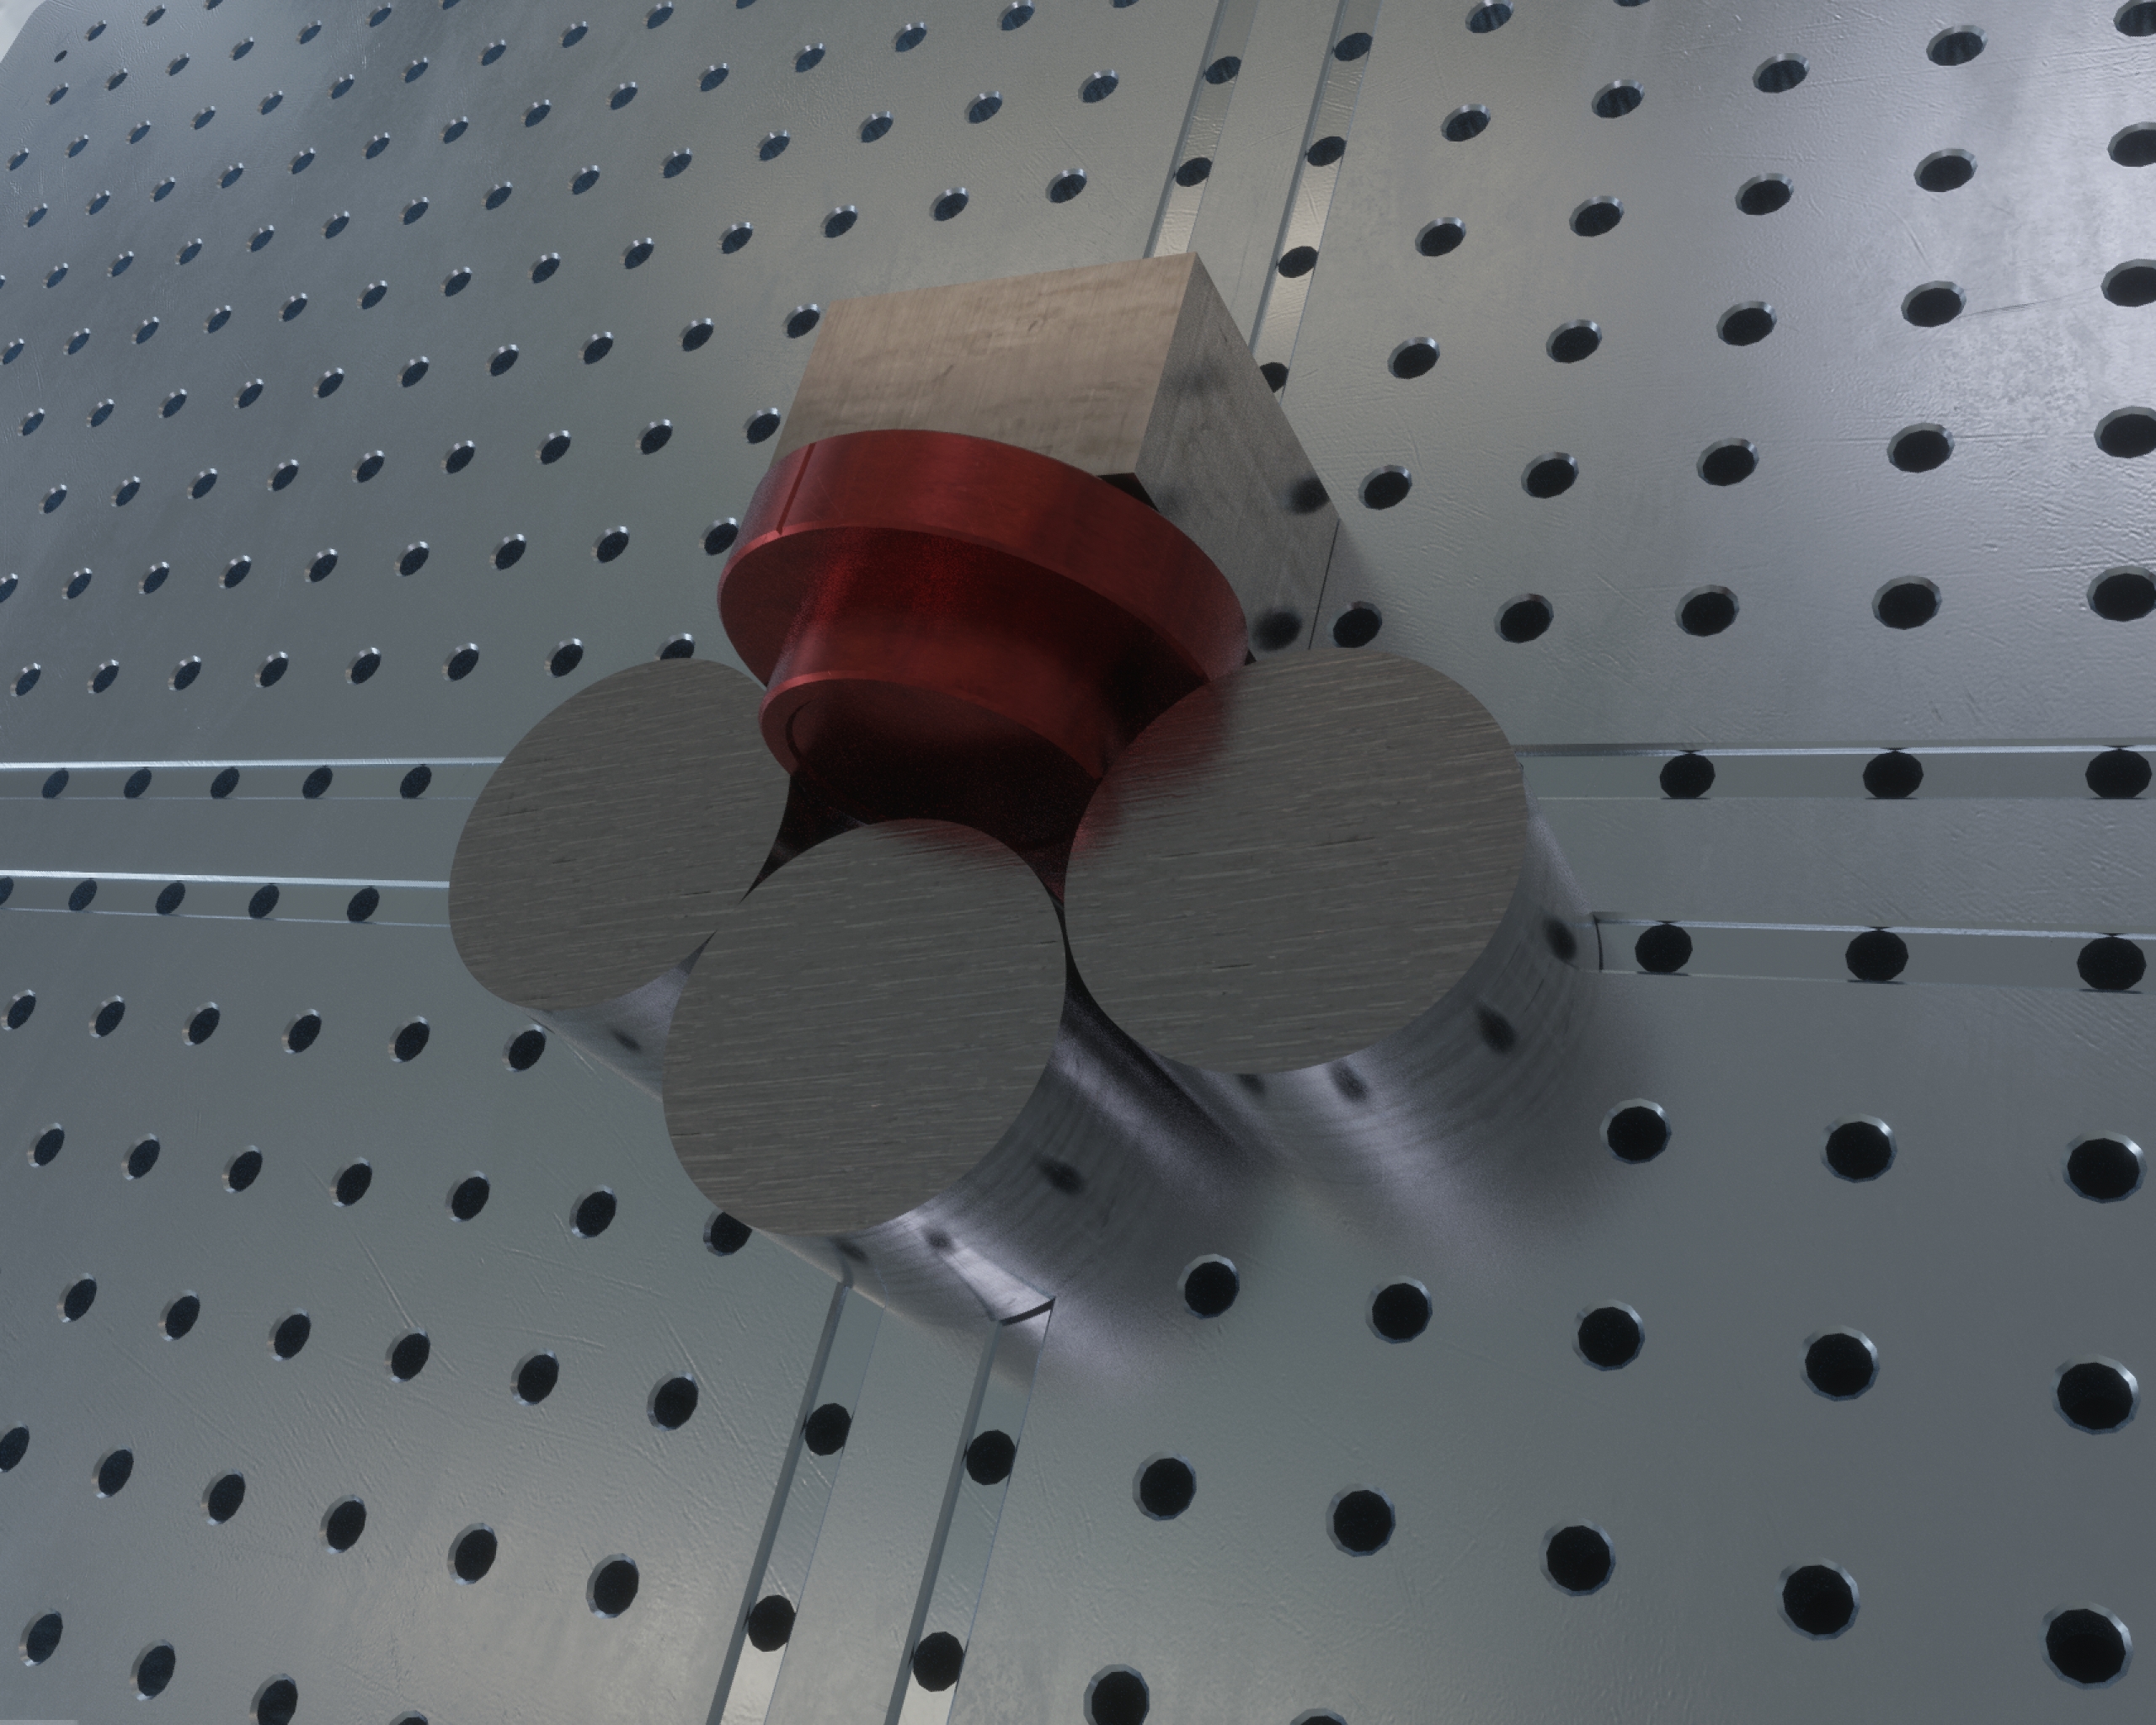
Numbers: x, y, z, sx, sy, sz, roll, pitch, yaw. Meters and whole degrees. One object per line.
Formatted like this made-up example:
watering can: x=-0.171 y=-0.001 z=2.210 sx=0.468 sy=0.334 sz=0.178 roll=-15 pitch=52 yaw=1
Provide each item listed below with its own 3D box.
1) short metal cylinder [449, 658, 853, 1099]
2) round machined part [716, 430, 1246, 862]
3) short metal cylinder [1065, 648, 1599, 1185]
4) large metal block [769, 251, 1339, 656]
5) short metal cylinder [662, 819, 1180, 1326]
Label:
short metal cylinder: x=-0.081 y=0.005 z=0.432 sx=0.080 sy=0.050 sz=0.080 roll=-13 pitch=56 yaw=21
round machined part: x=-0.021 y=-0.034 z=0.391 sx=0.098 sy=0.098 sz=0.042 roll=2 pitch=62 yaw=29
short metal cylinder: x=0.045 y=0.010 z=0.363 sx=0.080 sy=0.050 sz=0.080 roll=-13 pitch=56 yaw=21
large metal block: x=-0.003 y=-0.071 z=0.417 sx=0.080 sy=0.080 sz=0.050 roll=1 pitch=62 yaw=28
short metal cylinder: x=-0.028 y=0.039 z=0.384 sx=0.080 sy=0.050 sz=0.080 roll=-13 pitch=56 yaw=21
